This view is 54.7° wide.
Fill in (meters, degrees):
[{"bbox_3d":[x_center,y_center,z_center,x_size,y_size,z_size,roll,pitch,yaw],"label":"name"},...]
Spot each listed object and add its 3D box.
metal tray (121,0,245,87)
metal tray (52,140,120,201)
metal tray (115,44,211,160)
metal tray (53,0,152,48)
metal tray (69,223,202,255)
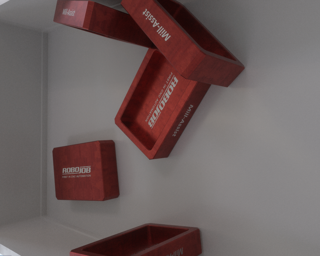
[{"bbox_3d":[0.025,-0.103,0.343,0.030,0.091,0.130,-51,61,28],"label":"metal tray"},{"bbox_3d":[-0.125,0.071,0.507,0.130,0.030,0.089,-10,84,39],"label":"metal tray"},{"bbox_3d":[0.000,-0.035,0.403,0.090,0.030,0.129,43,116,31],"label":"metal tray"},{"bbox_3d":[-0.076,-0.138,0.406,0.130,0.091,0.030,32,110,51],"label":"metal tray"},{"bbox_3d":[-0.024,0.143,0.358,0.090,0.131,0.030,-9,84,40],"label":"metal tray"}]
